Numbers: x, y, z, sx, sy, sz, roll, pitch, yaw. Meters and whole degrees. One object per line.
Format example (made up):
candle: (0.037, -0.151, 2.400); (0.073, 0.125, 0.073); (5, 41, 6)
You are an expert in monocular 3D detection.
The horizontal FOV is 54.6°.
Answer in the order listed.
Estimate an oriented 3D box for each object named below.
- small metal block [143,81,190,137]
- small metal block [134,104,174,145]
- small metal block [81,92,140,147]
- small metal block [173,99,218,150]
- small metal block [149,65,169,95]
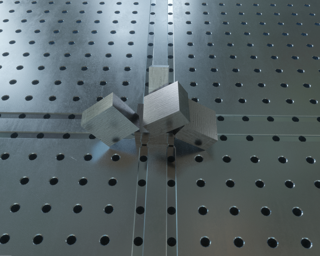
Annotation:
small metal block: (0.007, -0.023, 0.380); (0.050, 0.025, 0.050); (-23, 45, 24)
small metal block: (-0.006, -0.005, 0.413); (0.050, 0.025, 0.050); (2, 50, 2)
small metal block: (-0.061, -0.009, 0.386); (0.050, 0.050, 0.025); (-30, 41, 21)
small metal block: (0.045, -0.006, 0.399); (0.050, 0.025, 0.050); (23, 46, -21)
small metal block: (-0.001, -0.061, 0.429); (0.025, 0.050, 0.050); (2, 14, 2)
